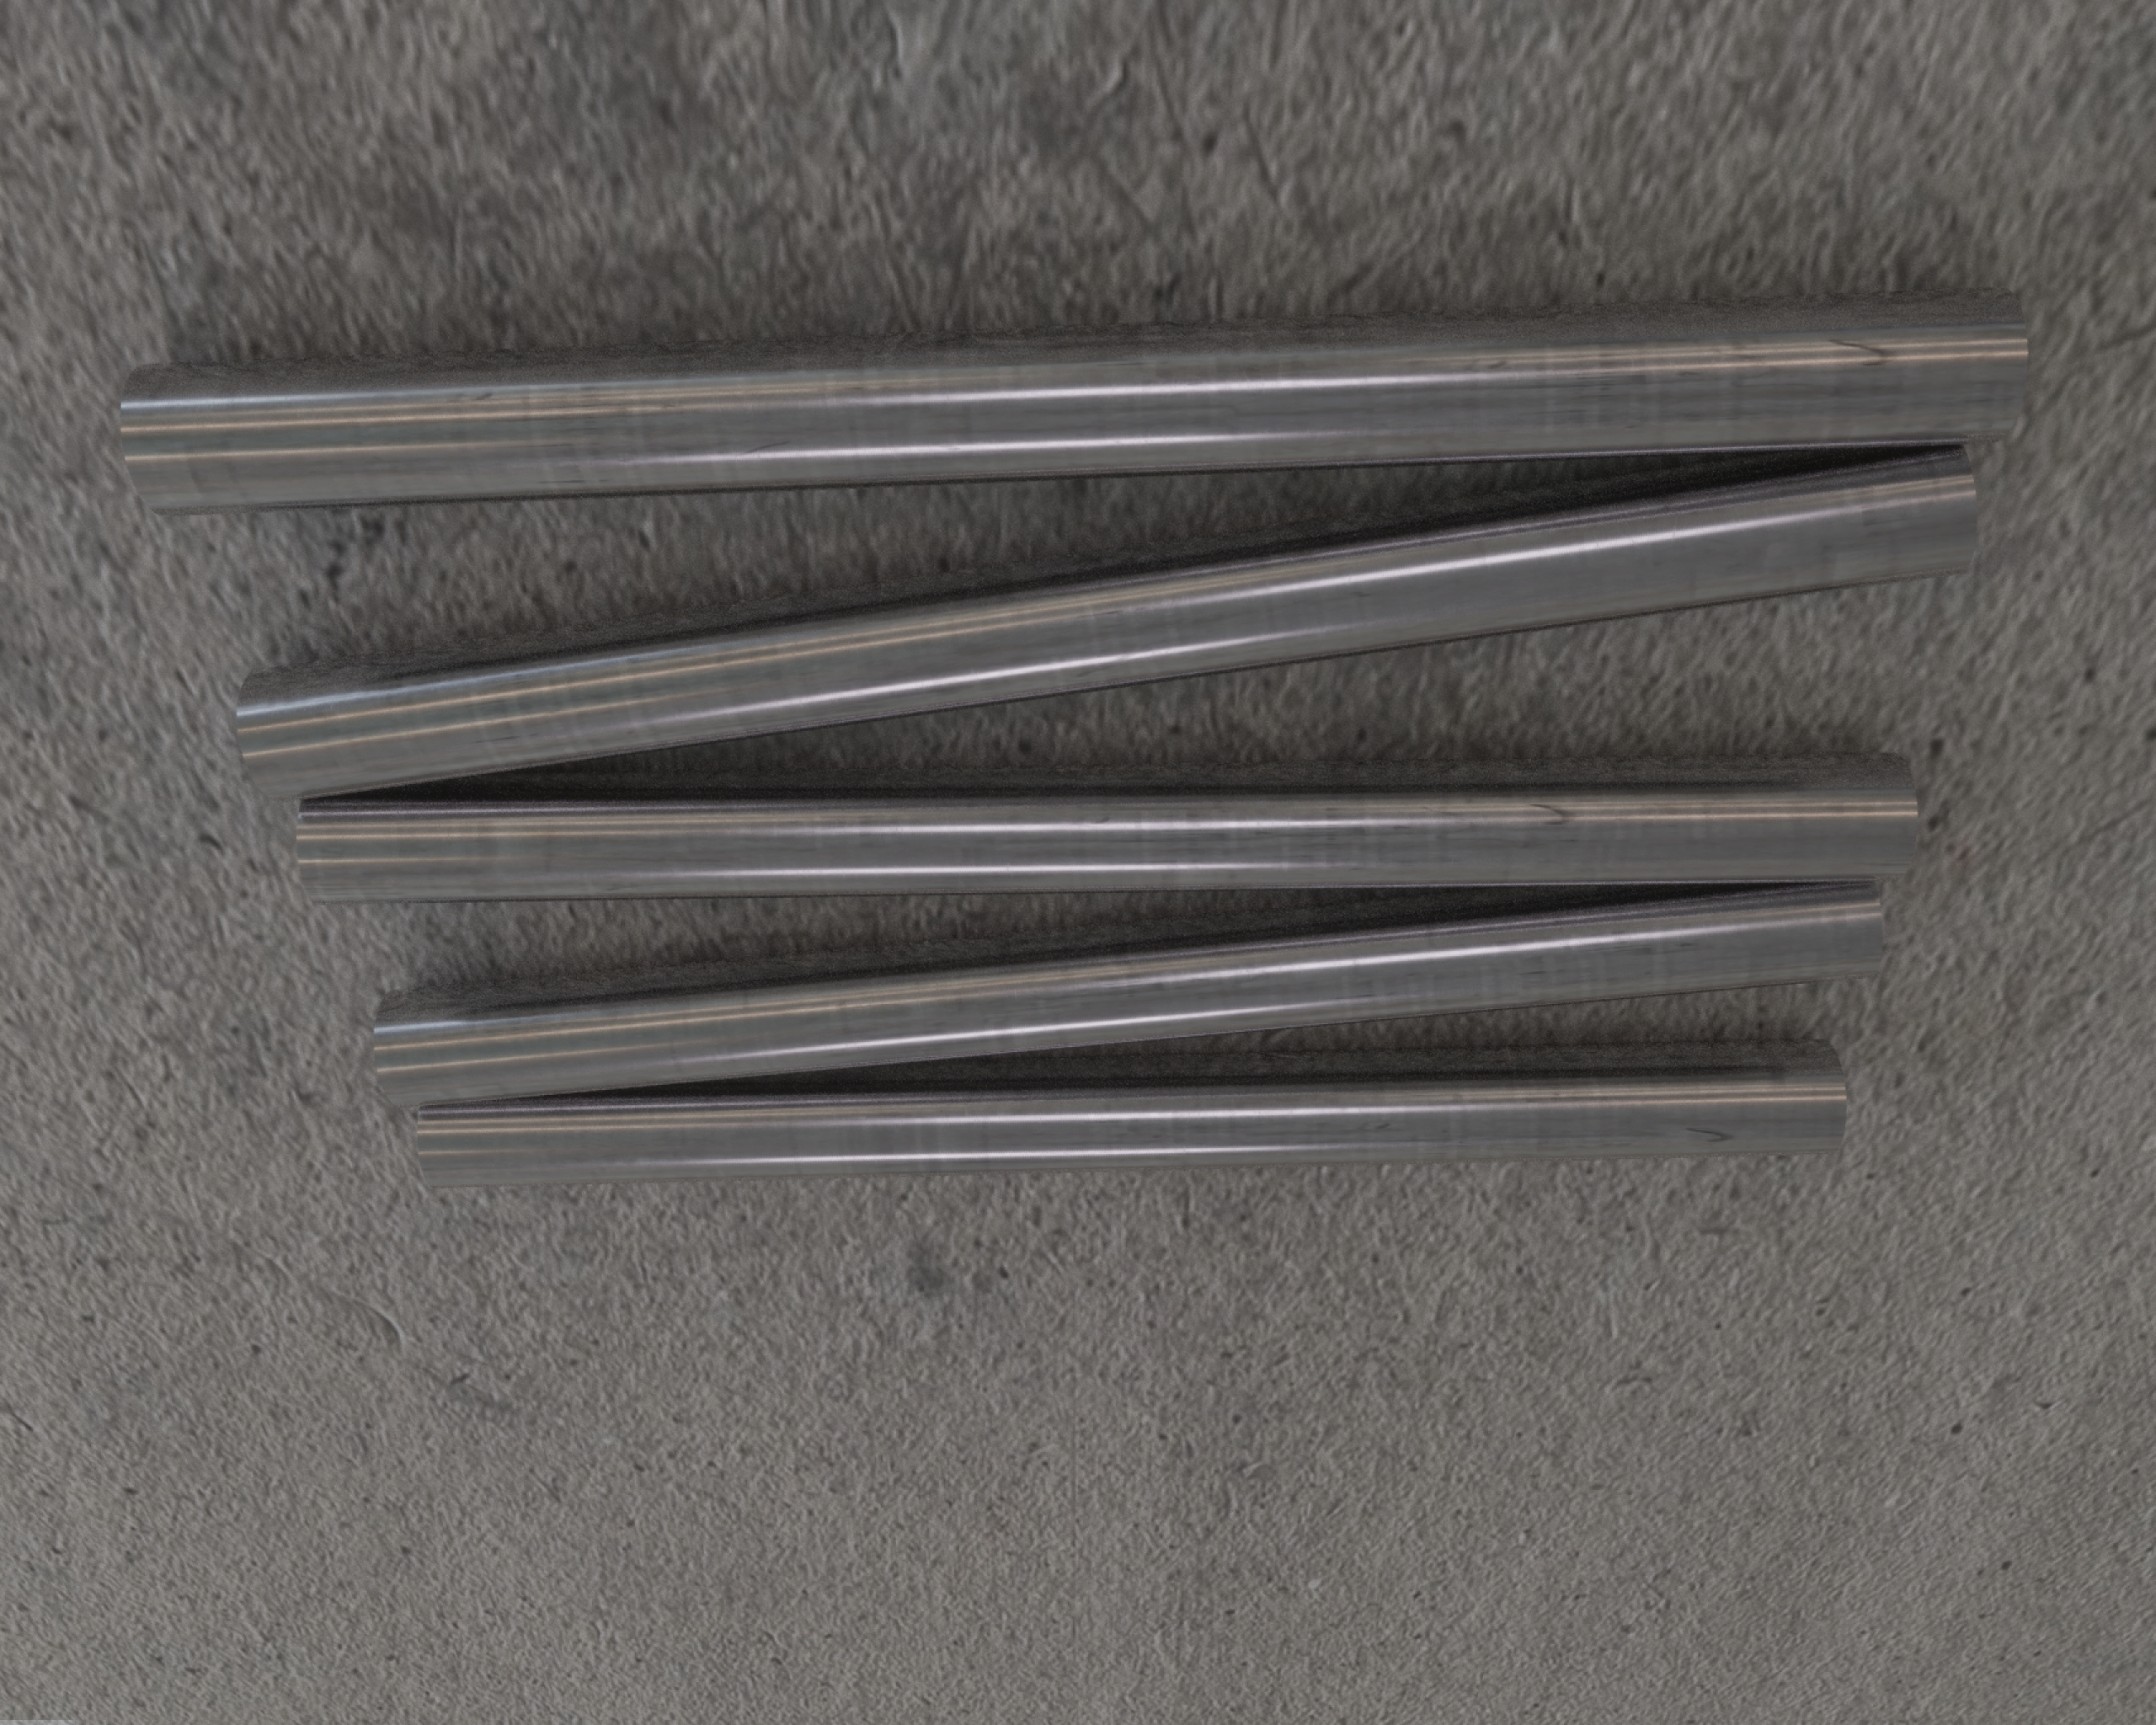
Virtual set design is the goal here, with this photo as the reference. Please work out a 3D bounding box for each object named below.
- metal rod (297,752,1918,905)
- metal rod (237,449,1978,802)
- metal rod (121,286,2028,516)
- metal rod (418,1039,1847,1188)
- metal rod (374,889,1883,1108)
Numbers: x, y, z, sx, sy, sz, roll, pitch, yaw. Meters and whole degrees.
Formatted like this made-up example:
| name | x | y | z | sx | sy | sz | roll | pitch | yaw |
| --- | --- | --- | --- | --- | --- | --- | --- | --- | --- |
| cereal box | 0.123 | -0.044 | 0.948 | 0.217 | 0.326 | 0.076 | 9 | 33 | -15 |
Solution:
| name | x | y | z | sx | sy | sz | roll | pitch | yaw |
| --- | --- | --- | --- | --- | --- | --- | --- | --- | --- |
| metal rod | 0.005 | -0.007 | 0.401 | 0.302 | 0.025 | 0.025 | -1 | 130 | 0 |
| metal rod | 0.000 | -0.042 | 0.370 | 0.302 | 0.025 | 0.025 | -7 | 130 | 6 |
| metal rod | -0.002 | -0.075 | 0.342 | 0.302 | 0.025 | 0.025 | -2 | 130 | 1 |
| metal rod | 0.011 | 0.055 | 0.453 | 0.302 | 0.025 | 0.025 | -2 | 130 | 1 |
| metal rod | 0.007 | 0.025 | 0.428 | 0.302 | 0.025 | 0.025 | -5 | 130 | 4 |
